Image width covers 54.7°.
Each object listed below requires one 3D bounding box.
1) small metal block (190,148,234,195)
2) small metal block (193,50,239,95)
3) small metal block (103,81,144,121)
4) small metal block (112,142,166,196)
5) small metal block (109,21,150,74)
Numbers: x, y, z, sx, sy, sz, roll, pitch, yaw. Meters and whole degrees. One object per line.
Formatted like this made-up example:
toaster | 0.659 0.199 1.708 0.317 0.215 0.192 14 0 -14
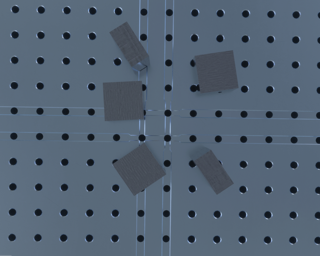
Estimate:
small metal block | 0.066 0.054 0.402 0.025 0.050 0.050 -34 90 0
small metal block | 0.074 -0.073 0.414 0.050 0.025 0.050 -8 90 -1
small metal block | -0.048 -0.035 0.413 0.050 0.025 0.050 -3 90 -1
small metal block | -0.027 0.054 0.413 0.050 0.025 0.050 -34 90 0
small metal block | -0.037 -0.102 0.400 0.025 0.050 0.050 -33 90 0
